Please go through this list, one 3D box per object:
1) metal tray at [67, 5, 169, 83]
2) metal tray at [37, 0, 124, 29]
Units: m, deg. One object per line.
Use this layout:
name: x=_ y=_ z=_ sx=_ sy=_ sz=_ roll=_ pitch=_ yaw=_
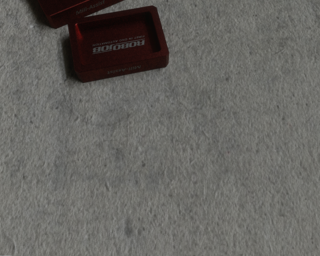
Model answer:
metal tray: x=-0.060 y=-0.123 z=0.449 sx=0.131 sy=0.030 sz=0.090 roll=-12 pitch=71 yaw=-5
metal tray: x=-0.128 y=-0.221 z=0.485 sx=0.131 sy=0.030 sz=0.090 roll=-27 pitch=73 yaw=-10
